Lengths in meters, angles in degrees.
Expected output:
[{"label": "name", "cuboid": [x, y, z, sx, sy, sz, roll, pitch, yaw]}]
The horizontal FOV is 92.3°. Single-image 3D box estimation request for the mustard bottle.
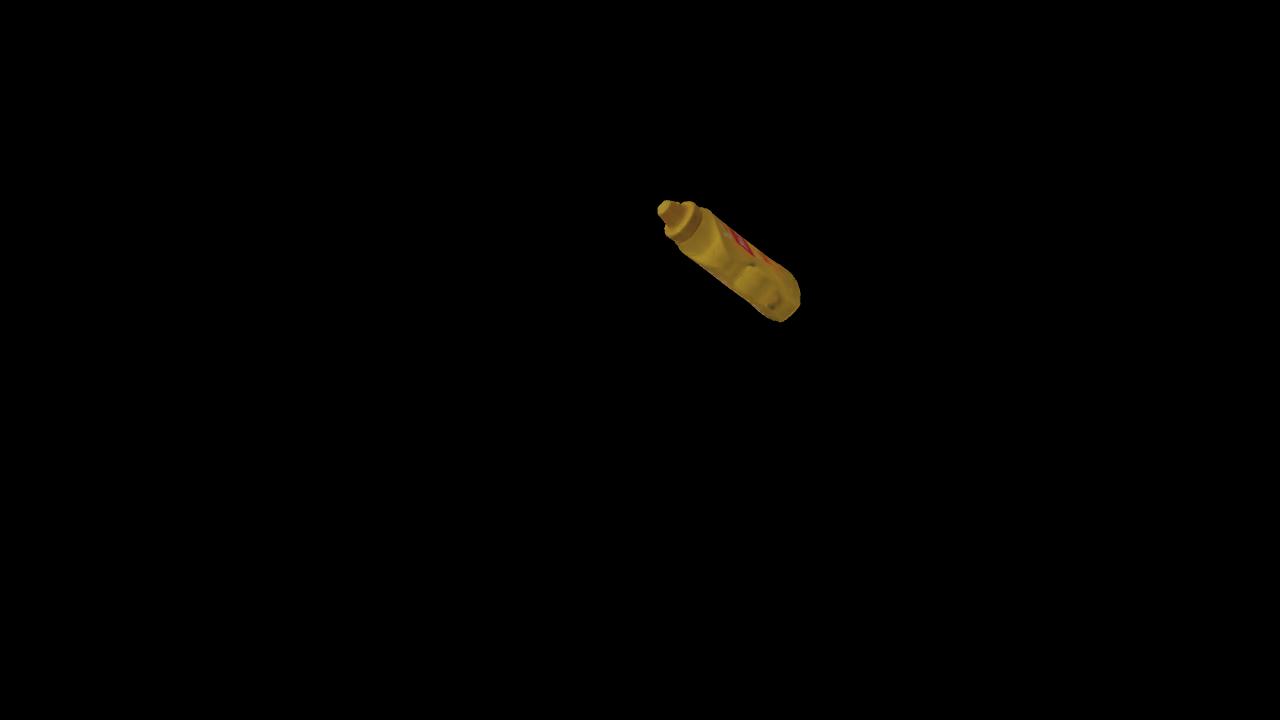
[{"label": "mustard bottle", "cuboid": [0.090, -0.112, 0.653, 0.184, 0.092, 0.054, 30, -58, -30]}]
